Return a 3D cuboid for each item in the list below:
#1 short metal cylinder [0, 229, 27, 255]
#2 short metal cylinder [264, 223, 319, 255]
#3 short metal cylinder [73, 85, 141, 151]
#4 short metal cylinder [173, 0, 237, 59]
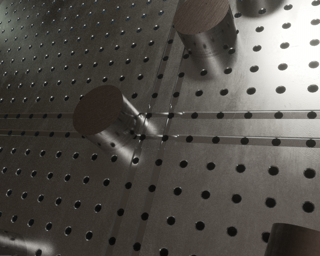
[{"bbox_3d":[-0.223,0.172,0.402,0.080,0.050,0.080,-13,56,21],"label":"short metal cylinder"},{"bbox_3d":[0.122,0.113,0.239,0.080,0.080,0.050,11,68,32],"label":"short metal cylinder"},{"bbox_3d":[-0.075,-0.014,0.438,0.080,0.050,0.080,-13,56,20],"label":"short metal cylinder"},{"bbox_3d":[0.066,-0.148,0.447,0.080,0.050,0.080,-13,56,20],"label":"short metal cylinder"}]
